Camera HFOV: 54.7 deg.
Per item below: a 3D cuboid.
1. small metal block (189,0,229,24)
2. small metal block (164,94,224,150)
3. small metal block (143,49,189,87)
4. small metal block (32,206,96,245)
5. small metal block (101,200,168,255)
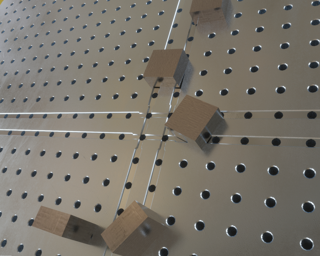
[{"bbox_3d":[0.078,-0.194,0.485,0.050,0.025,0.050,0,62,28],"label":"small metal block"},{"bbox_3d":[0.043,-0.008,0.390,0.050,0.025,0.050,28,77,37],"label":"small metal block"},{"bbox_3d":[0.009,-0.088,0.456,0.050,0.025,0.050,6,64,30],"label":"small metal block"},{"bbox_3d":[-0.116,0.119,0.378,0.050,0.050,0.025,5,65,30],"label":"small metal block"},{"bbox_3d":[-0.027,0.112,0.336,0.050,0.050,0.025,-45,51,-3],"label":"small metal block"}]
